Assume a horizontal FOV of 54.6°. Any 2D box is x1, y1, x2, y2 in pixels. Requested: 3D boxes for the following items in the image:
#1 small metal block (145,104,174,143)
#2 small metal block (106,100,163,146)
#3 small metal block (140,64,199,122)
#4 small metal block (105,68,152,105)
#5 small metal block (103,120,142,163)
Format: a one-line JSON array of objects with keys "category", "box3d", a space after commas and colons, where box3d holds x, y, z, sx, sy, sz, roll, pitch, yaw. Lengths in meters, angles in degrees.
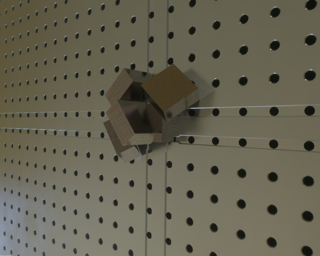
[{"category": "small metal block", "box3d": [-0.009, -0.007, 0.417, 0.050, 0.025, 0.050, 1, 90, 39]}, {"category": "small metal block", "box3d": [-0.032, -0.006, 0.388, 0.025, 0.050, 0.050, -43, 65, 31]}, {"category": "small metal block", "box3d": [0.013, -0.044, 0.382, 0.050, 0.025, 0.050, -35, 61, -9]}, {"category": "small metal block", "box3d": [-0.038, -0.052, 0.426, 0.050, 0.050, 0.025, -48, 61, 29]}, {"category": "small metal block", "box3d": [-0.052, 0.016, 0.433, 0.025, 0.050, 0.050, -26, 69, -2]}]
